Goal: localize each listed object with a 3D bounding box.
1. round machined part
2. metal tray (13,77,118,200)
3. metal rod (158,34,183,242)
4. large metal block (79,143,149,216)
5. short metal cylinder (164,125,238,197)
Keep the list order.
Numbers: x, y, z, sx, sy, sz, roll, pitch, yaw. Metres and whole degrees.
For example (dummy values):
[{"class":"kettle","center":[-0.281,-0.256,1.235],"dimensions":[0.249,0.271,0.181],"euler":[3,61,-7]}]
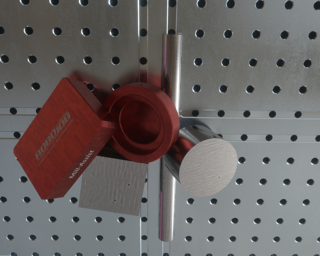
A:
[{"class":"round machined part","center":[-0.021,-0.009,0.387],"dimensions":[0.098,0.042,0.097],"euler":[9,111,24]},{"class":"metal tray","center":[-0.122,0.014,0.388],"dimensions":[0.130,0.030,0.090],"euler":[-50,65,15]},{"class":"metal rod","center":[0.013,0.027,0.424],"dimensions":[0.025,0.025,0.298],"euler":[1,110,-1]},{"class":"large metal block","center":[-0.061,0.067,0.424],"dimensions":[0.081,0.050,0.079],"euler":[10,110,-4]},{"class":"short metal cylinder","center":[0.052,0.042,0.402],"dimensions":[0.081,0.050,0.079],"euler":[-7,112,-19]}]
